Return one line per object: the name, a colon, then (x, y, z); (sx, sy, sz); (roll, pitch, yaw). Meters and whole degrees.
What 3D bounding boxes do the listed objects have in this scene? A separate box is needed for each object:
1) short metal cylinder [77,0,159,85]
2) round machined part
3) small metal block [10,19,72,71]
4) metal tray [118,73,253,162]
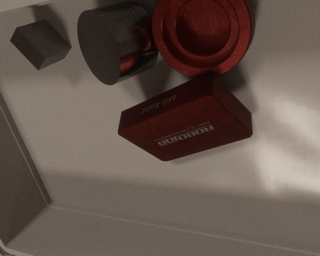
short metal cylinder: (-0.047, -0.093, 0.340); (0.080, 0.050, 0.079); (34, 139, 36)
round machined part: (0.045, -0.103, 0.310); (0.098, 0.042, 0.097); (13, 124, 20)
small metal block: (-0.154, -0.109, 0.404); (0.050, 0.050, 0.025); (47, 129, -6)
metal tray: (0.027, -0.005, 0.359); (0.130, 0.030, 0.090); (-21, 139, 35)
